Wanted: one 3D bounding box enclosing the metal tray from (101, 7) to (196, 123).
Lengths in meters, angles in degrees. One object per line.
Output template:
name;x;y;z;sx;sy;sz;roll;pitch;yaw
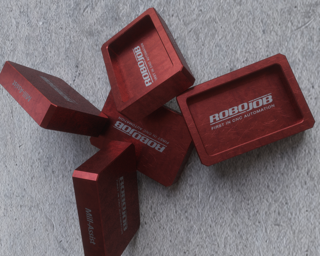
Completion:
metal tray;-0.021;-0.081;0.383;0.090;0.030;0.130;-33;51;16

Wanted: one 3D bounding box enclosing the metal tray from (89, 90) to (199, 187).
metal tray;-0.020;0.008;0.413;0.130;0.030;0.090;27;99;17

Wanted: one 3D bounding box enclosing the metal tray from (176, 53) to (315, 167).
metal tray;0.094;-0.019;0.357;0.131;0.030;0.090;-21;83;3

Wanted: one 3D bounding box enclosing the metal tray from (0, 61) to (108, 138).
metal tray;-0.141;-0.038;0.407;0.130;0.090;0.030;37;102;33

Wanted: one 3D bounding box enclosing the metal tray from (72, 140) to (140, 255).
metal tray;-0.059;0.091;0.375;0.030;0.090;0.129;6;113;20
